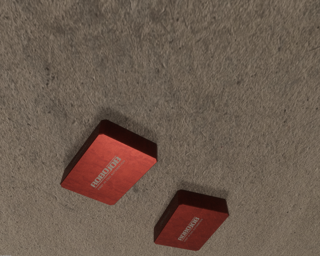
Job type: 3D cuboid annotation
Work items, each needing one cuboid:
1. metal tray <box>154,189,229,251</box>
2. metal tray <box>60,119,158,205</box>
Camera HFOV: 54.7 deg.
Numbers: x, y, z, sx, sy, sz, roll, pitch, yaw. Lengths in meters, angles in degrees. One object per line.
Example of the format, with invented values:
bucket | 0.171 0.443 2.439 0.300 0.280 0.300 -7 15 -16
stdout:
metal tray | 0.051 0.166 0.547 0.091 0.030 0.129 15 129 -13
metal tray | -0.075 0.055 0.450 0.090 0.030 0.129 28 125 -22
